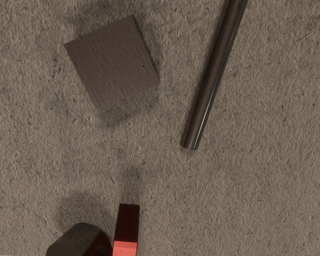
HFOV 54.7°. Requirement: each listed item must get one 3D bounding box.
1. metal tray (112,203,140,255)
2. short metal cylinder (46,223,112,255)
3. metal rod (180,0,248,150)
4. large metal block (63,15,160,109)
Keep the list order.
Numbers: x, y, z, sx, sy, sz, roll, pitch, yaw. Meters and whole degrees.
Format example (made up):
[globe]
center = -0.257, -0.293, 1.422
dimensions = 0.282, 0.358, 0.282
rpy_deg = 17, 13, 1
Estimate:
[metal tray]
center = -0.052, 0.187, 0.443
dimensions = 0.030, 0.090, 0.129
rpy_deg = 7, 110, -4
[short metal cylinder]
center = -0.116, 0.186, 0.448
dimensions = 0.080, 0.050, 0.079
rpy_deg = 8, 110, 22
[metal rod]
center = 0.078, -0.111, 0.370
dimensions = 0.025, 0.025, 0.298
rpy_deg = 14, 109, -6
[large metal block]
center = -0.052, -0.079, 0.367
dimensions = 0.080, 0.050, 0.080
rpy_deg = -21, 109, 7
